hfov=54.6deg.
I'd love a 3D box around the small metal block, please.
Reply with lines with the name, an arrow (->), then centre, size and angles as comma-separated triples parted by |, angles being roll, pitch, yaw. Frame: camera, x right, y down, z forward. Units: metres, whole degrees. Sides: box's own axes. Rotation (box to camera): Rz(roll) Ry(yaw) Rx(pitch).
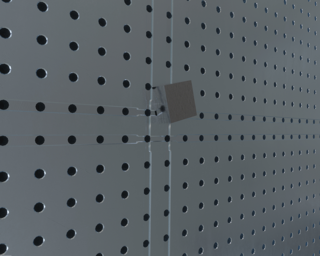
small metal block -> 0.021, -0.036, 0.425 | 0.050, 0.025, 0.050 | -17, 101, -39
